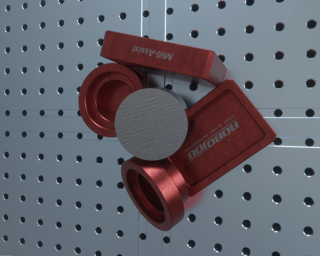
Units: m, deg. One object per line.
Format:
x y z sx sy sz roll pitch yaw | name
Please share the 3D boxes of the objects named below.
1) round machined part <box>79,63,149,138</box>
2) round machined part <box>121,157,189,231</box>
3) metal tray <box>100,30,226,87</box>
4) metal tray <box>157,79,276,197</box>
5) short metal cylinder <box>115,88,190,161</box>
-0.057 -0.036 0.423 0.098 0.042 0.097 0 90 19 | round machined part
-0.003 0.074 0.385 0.098 0.042 0.097 37 143 35 | round machined part
0.007 -0.081 0.375 0.130 0.090 0.030 16 96 19 | metal tray
0.064 0.013 0.386 0.130 0.030 0.090 -38 78 15 | metal tray
-0.007 -0.007 0.361 0.080 0.050 0.079 1 99 7 | short metal cylinder
